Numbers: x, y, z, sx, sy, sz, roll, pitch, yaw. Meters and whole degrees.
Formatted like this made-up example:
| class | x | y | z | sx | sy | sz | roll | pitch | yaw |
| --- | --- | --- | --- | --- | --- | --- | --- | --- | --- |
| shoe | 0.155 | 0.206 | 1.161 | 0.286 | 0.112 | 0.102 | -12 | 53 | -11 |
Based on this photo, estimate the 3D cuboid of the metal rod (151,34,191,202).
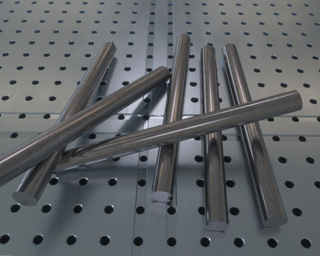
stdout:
| class | x | y | z | sx | sy | sz | roll | pitch | yaw |
| --- | --- | --- | --- | --- | --- | --- | --- | --- | --- |
| metal rod | 0.022 | -0.038 | 0.439 | 0.025 | 0.025 | 0.300 | 6 | 50 | 5 |

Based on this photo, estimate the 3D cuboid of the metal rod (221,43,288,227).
| class | x | y | z | sx | sy | sz | roll | pitch | yaw |
| --- | --- | --- | --- | --- | --- | --- | --- | --- | --- |
| metal rod | 0.118 | -0.016 | 0.421 | 0.025 | 0.025 | 0.300 | -1 | 50 | -1 |

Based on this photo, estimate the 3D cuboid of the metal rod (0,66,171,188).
| class | x | y | z | sx | sy | sz | roll | pitch | yaw |
| --- | --- | --- | --- | --- | --- | --- | --- | --- | --- |
| metal rod | -0.077 | -0.016 | 0.374 | 0.025 | 0.025 | 0.302 | 28 | 41 | 21 |

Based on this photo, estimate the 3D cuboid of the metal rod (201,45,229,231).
| class | x | y | z | sx | sy | sz | roll | pitch | yaw |
| --- | --- | --- | --- | --- | --- | --- | --- | --- | --- |
| metal rod | 0.069 | -0.012 | 0.418 | 0.025 | 0.025 | 0.300 | 3 | 50 | 2 |

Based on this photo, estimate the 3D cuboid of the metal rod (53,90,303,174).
| class | x | y | z | sx | sy | sz | roll | pitch | yaw |
| --- | --- | --- | --- | --- | --- | --- | --- | --- | --- |
| metal rod | 0.015 | 0.005 | 0.367 | 0.301 | 0.025 | 0.025 | -15 | 51 | 2 |

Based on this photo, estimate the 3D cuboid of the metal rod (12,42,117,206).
| class | x | y | z | sx | sy | sz | roll | pitch | yaw |
| --- | --- | --- | --- | --- | --- | --- | --- | --- | --- |
| metal rod | -0.108 | -0.032 | 0.411 | 0.025 | 0.025 | 0.300 | 7 | 43 | 6 |
